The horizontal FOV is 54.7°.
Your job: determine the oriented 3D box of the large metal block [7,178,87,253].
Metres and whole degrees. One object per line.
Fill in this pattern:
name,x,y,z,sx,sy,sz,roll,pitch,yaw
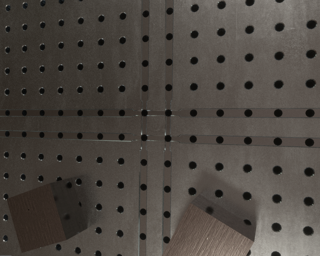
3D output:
large metal block,-0.166,0.127,0.456,0.080,0.050,0.080,-21,83,18

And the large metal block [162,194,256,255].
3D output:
large metal block,0.060,0.141,0.378,0.080,0.050,0.080,29,99,17
